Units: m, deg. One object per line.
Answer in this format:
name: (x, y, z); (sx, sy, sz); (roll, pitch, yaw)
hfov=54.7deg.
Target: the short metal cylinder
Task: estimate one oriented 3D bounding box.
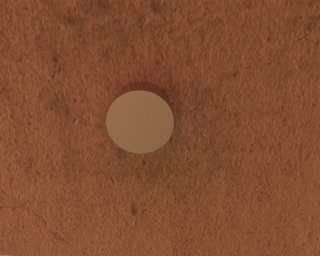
short metal cylinder: (-0.024, -0.014, 0.391); (0.081, 0.050, 0.079); (0, 110, -1)
